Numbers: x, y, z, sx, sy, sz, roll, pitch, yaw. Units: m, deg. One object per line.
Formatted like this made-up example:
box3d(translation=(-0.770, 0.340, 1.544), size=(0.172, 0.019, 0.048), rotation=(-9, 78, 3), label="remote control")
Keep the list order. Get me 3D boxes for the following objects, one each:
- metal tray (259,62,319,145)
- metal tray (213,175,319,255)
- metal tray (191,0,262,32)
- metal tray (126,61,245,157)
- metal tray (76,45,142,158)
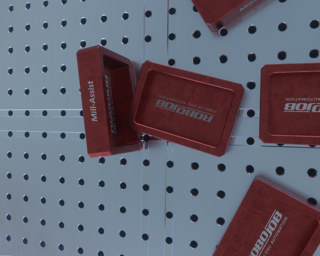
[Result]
box3d(translation=(0.180, -0.026, 0.346), size=(0.130, 0.030, 0.090), rotation=(1, 91, 20), label="metal tray")
box3d(translation=(0.125, 0.134, 0.365), size=(0.090, 0.030, 0.129), rotation=(28, 99, 17), label="metal tray")
box3d(translation=(0.095, -0.193, 0.377), size=(0.130, 0.030, 0.090), rotation=(-32, 80, 17), label="metal tray")
box3d(translation=(0.031, -0.025, 0.393), size=(0.130, 0.030, 0.090), rotation=(17, 94, 15), label="metal tray")
box3d(translation=(-0.062, -0.031, 0.400), size=(0.030, 0.090, 0.129), rotation=(-8, 87, 20), label="metal tray")
